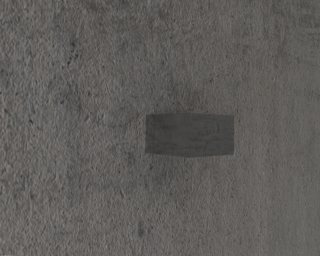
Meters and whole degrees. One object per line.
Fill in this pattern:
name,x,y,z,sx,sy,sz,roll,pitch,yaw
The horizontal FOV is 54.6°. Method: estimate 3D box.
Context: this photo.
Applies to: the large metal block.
large metal block,0.038,0.008,0.400,0.081,0.080,0.050,1,90,-40
